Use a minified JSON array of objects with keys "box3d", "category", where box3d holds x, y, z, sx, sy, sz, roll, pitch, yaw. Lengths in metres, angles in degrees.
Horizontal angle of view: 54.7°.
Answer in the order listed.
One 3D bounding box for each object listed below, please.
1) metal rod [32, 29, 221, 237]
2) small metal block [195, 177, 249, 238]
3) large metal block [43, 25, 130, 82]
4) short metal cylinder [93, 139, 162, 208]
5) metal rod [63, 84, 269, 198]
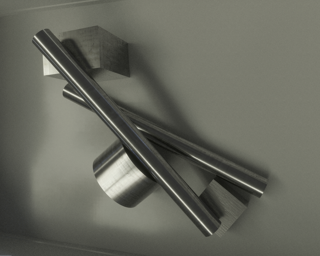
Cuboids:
[{"box3d":[-0.038,0.005,0.360,0.025,0.025,0.300,-42,90,15],"category":"metal rod"},{"box3d":[0.073,0.096,0.383,0.050,0.025,0.050,40,102,15],"category":"small metal block"},{"box3d":[-0.096,-0.093,0.413,0.080,0.080,0.050,-4,89,19],"category":"large metal block"},{"box3d":[-0.037,0.052,0.391,0.050,0.080,0.080,-42,77,15],"category":"short metal cylinder"},{"box3d":[-0.005,0.008,0.410,0.301,0.025,0.025,26,99,17],"category":"metal rod"}]
